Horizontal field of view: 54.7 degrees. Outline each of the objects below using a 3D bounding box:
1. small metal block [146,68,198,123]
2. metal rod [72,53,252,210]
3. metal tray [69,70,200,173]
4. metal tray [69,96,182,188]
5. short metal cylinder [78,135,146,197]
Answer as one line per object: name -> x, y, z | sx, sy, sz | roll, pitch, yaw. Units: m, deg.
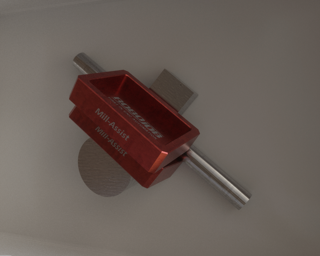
small metal block -> 0.013, -0.041, 0.404 | 0.050, 0.025, 0.050 | 42, 103, 14
metal rod -> -0.007, -0.005, 0.412 | 0.300, 0.025, 0.025 | 41, 103, 15
metal tray -> -0.027, -0.015, 0.356 | 0.130, 0.091, 0.030 | 41, 120, 15
metal tray -> -0.039, 0.014, 0.387 | 0.130, 0.090, 0.030 | 41, 103, 15
short metal cylinder -> -0.060, 0.045, 0.410 | 0.080, 0.050, 0.079 | 4, 98, 24
